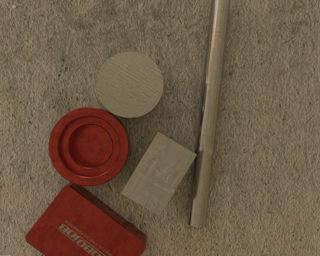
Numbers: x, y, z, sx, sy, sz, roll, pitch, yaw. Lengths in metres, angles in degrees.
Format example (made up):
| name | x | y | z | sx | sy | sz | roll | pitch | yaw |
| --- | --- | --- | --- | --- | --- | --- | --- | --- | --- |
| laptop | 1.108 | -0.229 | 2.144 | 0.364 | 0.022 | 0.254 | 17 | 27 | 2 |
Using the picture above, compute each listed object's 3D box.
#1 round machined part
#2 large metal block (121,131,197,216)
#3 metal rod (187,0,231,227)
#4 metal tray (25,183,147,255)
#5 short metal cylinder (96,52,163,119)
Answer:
| name | x | y | z | sx | sy | sz | roll | pitch | yaw |
| --- | --- | --- | --- | --- | --- | --- | --- | --- | --- |
| round machined part | -0.088 | 0.023 | 0.400 | 0.099 | 0.042 | 0.097 | 0 | 90 | -1 |
| large metal block | -0.001 | 0.051 | 0.383 | 0.050 | 0.080 | 0.080 | 31 | 90 | -1 |
| metal rod | 0.065 | -0.021 | 0.410 | 0.025 | 0.025 | 0.298 | 6 | 90 | -1 |
| metal tray | -0.094 | 0.145 | 0.406 | 0.130 | 0.030 | 0.090 | 38 | 90 | -1 |
| short metal cylinder | -0.036 | -0.052 | 0.397 | 0.081 | 0.050 | 0.079 | 0 | 90 | -1 |
